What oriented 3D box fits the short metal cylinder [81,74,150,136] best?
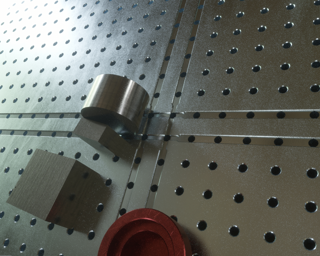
[{"bbox_3d":[-0.060,-0.030,0.423,0.080,0.080,0.050,3,64,30],"label":"short metal cylinder"}]

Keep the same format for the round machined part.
[{"bbox_3d":[-0.013,0.137,0.320,0.098,0.042,0.098,-13,56,21],"label":"round machined part"}]

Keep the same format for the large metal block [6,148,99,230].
[{"bbox_3d":[-0.144,0.080,0.418,0.080,0.050,0.080,10,67,32],"label":"large metal block"}]

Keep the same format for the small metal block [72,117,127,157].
[{"bbox_3d":[-0.082,0.013,0.428,0.050,0.050,0.025,15,70,34],"label":"small metal block"}]
